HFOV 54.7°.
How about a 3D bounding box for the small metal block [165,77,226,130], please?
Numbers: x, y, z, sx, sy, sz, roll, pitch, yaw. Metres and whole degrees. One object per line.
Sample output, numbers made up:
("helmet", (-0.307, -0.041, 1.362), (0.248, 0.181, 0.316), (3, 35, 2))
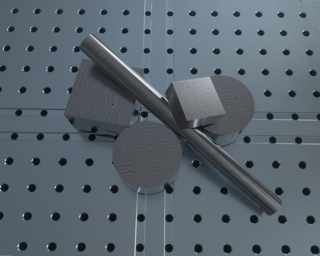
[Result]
("small metal block", (0.040, -0.029, 0.358), (0.050, 0.025, 0.050), (-11, 69, -23))

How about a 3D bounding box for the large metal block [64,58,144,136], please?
("large metal block", (-0.068, -0.037, 0.406), (0.080, 0.050, 0.080), (10, 70, 3))

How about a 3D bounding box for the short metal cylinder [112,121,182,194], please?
("short metal cylinder", (-0.015, 0.038, 0.381), (0.081, 0.050, 0.080), (0, 70, 0))

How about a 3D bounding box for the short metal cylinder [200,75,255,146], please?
("short metal cylinder", (0.076, -0.021, 0.403), (0.081, 0.050, 0.080), (0, 70, 0))

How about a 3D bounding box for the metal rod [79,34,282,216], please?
("metal rod", (0.025, -0.003, 0.372), (0.300, 0.025, 0.025), (41, 75, -1))
